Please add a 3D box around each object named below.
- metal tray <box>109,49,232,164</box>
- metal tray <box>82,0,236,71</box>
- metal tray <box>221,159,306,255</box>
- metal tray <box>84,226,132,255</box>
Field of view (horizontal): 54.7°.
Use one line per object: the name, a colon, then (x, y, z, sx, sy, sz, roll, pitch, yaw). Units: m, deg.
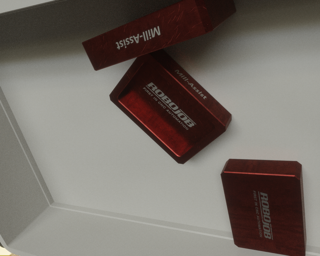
metal tray: (0.011, -0.026, 0.383, 0.130, 0.030, 0.090, 43, 129, -2)
metal tray: (-0.001, -0.099, 0.305, 0.130, 0.090, 0.030, -10, 113, 32)
metal tray: (0.135, 0.103, 0.398, 0.090, 0.030, 0.129, -1, 118, 28)
metal tray: (-0.105, 0.267, 0.628, 0.090, 0.030, 0.129, 17, 125, 18)
